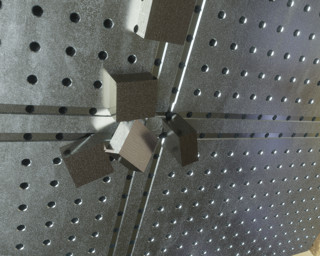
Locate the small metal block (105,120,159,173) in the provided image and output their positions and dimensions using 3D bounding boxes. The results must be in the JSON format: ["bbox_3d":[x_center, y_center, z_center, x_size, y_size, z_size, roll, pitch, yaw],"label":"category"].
[{"bbox_3d":[-0.034,0.022,0.393,0.050,0.025,0.050,45,60,-40],"label":"small metal block"}]

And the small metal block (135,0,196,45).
[{"bbox_3d":[0.006,-0.122,0.340,0.050,0.025,0.050,1,118,-29],"label":"small metal block"}]

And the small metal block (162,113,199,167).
[{"bbox_3d":[0.027,0.016,0.422,0.025,0.050,0.050,-21,127,-17],"label":"small metal block"}]

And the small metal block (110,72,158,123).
[{"bbox_3d":[-0.032,-0.038,0.372,0.050,0.025,0.050,-9,123,-24],"label":"small metal block"}]

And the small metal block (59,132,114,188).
[{"bbox_3d":[-0.091,0.040,0.388,0.050,0.025,0.050,-23,127,-15],"label":"small metal block"}]
